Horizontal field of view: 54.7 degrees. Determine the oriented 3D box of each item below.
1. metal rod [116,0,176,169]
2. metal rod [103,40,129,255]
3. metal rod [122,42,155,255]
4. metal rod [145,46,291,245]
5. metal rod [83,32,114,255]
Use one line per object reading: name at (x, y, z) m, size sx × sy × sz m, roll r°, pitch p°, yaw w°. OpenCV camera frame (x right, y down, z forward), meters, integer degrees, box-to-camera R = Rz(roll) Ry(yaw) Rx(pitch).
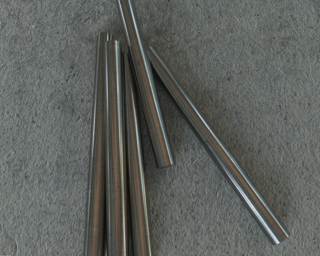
metal rod at (-0.028, -0.093, 0.422) m, size 0.025 × 0.025 × 0.299 m, roll -13°, pitch 78°, yaw -5°
metal rod at (-0.055, 0.030, 0.381) m, size 0.025 × 0.025 × 0.299 m, roll -3°, pitch 74°, yaw -1°
metal rod at (-0.034, 0.022, 0.399) m, size 0.025 × 0.025 × 0.299 m, roll -6°, pitch 70°, yaw -2°
metal rod at (0.062, 0.011, 0.404) m, size 0.025 × 0.025 × 0.299 m, roll -31°, pitch 73°, yaw -10°
metal rod at (-0.078, 0.007, 0.404) m, size 0.025 × 0.025 × 0.299 m, roll -1°, pitch 70°, yaw 0°
